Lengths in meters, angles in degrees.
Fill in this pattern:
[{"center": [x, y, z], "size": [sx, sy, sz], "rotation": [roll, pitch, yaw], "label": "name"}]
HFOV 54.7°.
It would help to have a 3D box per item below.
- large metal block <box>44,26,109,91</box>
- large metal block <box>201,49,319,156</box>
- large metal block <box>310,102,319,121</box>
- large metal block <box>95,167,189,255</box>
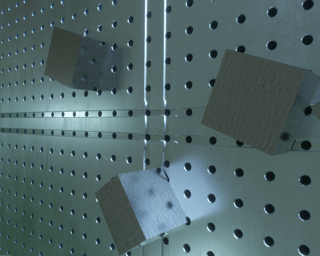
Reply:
[{"center": [-0.137, -0.112, 0.504], "size": [0.080, 0.050, 0.079], "rotation": [27, 107, 36], "label": "large metal block"}, {"center": [0.099, -0.027, 0.311], "size": [0.080, 0.050, 0.079], "rotation": [27, 107, 36], "label": "large metal block"}, {"center": [0.183, -0.003, 0.242], "size": [0.080, 0.050, 0.080], "rotation": [-36, 68, 33], "label": "large metal block"}, {"center": [-0.022, 0.101, 0.390], "size": [0.050, 0.081, 0.080], "rotation": [-41, 65, 32], "label": "large metal block"}]
